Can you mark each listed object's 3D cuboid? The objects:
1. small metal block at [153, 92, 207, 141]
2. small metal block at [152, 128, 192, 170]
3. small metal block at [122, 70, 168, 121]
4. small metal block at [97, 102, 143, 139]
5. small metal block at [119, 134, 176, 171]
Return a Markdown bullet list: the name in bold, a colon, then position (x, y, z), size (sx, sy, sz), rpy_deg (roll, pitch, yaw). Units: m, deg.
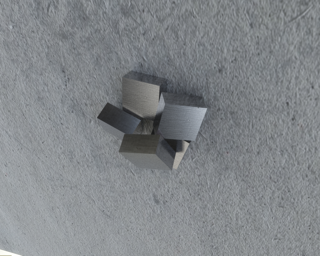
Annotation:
- **small metal block**: position (0.023, -0.013, 0.373), size (0.050, 0.025, 0.050), rpy_deg (5, 128, -15)
- **small metal block**: position (0.013, 0.020, 0.413), size (0.050, 0.025, 0.050), rpy_deg (29, 128, 9)
- **small metal block**: position (-0.019, -0.041, 0.392), size (0.050, 0.025, 0.050), rpy_deg (16, 125, 18)
- **small metal block**: position (-0.052, -0.004, 0.417), size (0.050, 0.025, 0.050), rpy_deg (29, 164, 8)
- **small metal block**: position (-0.015, 0.030, 0.386), size (0.050, 0.025, 0.050), rpy_deg (0, 151, 28)
